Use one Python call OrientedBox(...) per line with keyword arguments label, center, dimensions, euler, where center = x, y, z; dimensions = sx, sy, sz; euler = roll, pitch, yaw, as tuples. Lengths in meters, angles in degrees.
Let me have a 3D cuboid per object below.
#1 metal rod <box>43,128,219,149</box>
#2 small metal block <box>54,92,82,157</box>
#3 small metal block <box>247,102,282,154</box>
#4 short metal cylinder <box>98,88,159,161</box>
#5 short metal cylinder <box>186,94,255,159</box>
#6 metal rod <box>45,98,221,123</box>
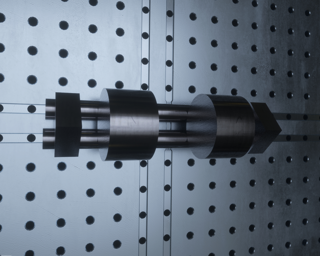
OrientedBox(label="metal rod", center=(0.005, 0.015, 0.414), dimensions=(0.302, 0.025, 0.025), euler=(1, 90, -20))
OrientedBox(label="small metal block", center=(-0.101, -0.003, 0.338), dimensions=(0.025, 0.050, 0.050), euler=(1, 48, -20))
OrientedBox(label="small metal block", center=(0.132, 0.000, 0.424), dimensions=(0.025, 0.050, 0.050), euler=(1, 49, -20))
OrientedBox(label="short metal cylinder", center=(-0.038, -0.003, 0.346), dimensions=(0.050, 0.080, 0.079), euler=(1, 90, -20))
OrientedBox(label="short metal cylinder", center=(0.073, -0.002, 0.387), dimensions=(0.050, 0.080, 0.079), euler=(1, 90, -20))
OrientedBox(label="metal rod", center=(0.008, -0.020, 0.415), dimensions=(0.302, 0.025, 0.025), euler=(1, 90, -20))
